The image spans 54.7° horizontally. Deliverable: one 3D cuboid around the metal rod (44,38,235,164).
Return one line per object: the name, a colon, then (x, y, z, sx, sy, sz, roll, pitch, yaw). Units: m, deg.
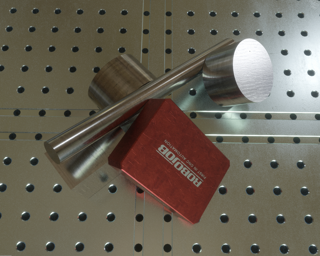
metal rod: (0.001, -0.049, 0.373, 0.025, 0.025, 0.302, 45, 55, 14)

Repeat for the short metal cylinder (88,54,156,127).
short metal cylinder: (-0.044, -0.048, 0.399, 0.080, 0.080, 0.050, -42, 76, -14)

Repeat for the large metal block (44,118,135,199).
large metal block: (-0.076, 0.034, 0.368, 0.080, 0.080, 0.050, -38, 75, -13)

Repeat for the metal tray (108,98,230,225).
metal tray: (0.017, 0.039, 0.353, 0.130, 0.030, 0.090, 44, 70, -30)

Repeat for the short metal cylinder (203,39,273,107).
short metal cylinder: (0.102, -0.070, 0.404, 0.081, 0.050, 0.080, 3, 84, -37)
